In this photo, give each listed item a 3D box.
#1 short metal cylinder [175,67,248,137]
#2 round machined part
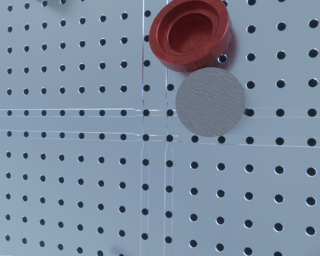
[{"bbox_3d":[0.065,-0.030,0.376,0.080,0.050,0.079,0,90,20],"label":"short metal cylinder"},{"bbox_3d":[0.040,-0.111,0.379,0.098,0.042,0.098,-8,68,22],"label":"round machined part"}]
